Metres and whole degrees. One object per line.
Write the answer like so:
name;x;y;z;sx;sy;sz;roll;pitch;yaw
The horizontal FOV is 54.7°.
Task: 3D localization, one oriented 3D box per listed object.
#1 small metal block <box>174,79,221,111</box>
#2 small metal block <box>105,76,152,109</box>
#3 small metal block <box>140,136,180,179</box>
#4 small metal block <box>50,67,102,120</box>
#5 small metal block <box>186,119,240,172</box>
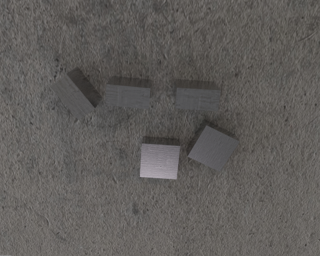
small metal block;0.044;-0.042;0.381;0.050;0.050;0.025;4;110;-2
small metal block;-0.037;-0.045;0.380;0.050;0.050;0.025;5;110;-2
small metal block;0.000;0.041;0.425;0.050;0.025;0.050;4;110;-2
small metal block;-0.100;-0.044;0.379;0.025;0.050;0.050;-34;107;12
small metal block;0.070;0.023;0.419;0.050;0.025;0.050;26;108;-9
